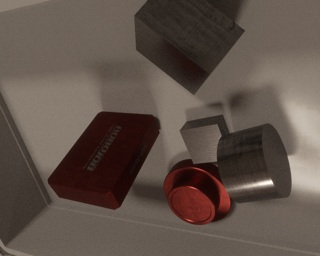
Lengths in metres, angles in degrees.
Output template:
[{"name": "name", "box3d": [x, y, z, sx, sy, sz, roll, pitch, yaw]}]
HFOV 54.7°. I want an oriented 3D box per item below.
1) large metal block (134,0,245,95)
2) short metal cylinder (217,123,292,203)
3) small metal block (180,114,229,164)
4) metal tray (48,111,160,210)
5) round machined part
[{"name": "large metal block", "box3d": [0.023, -0.084, 0.301, 0.080, 0.050, 0.080, 38, 173, 1]}, {"name": "short metal cylinder", "box3d": [0.105, 0.040, 0.342, 0.050, 0.080, 0.080, -18, 109, 35]}, {"name": "small metal block", "box3d": [0.060, 0.015, 0.386, 0.050, 0.025, 0.050, -11, 113, 32]}, {"name": "metal tray", "box3d": [-0.066, 0.034, 0.393, 0.090, 0.130, 0.030, 5, 135, 25]}, {"name": "round machined part", "box3d": [0.050, 0.095, 0.429, 0.098, 0.042, 0.097, 13, 124, 20]}]
